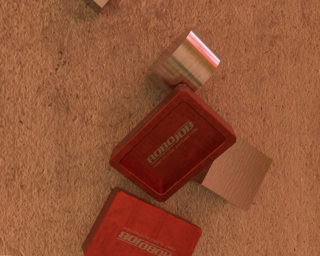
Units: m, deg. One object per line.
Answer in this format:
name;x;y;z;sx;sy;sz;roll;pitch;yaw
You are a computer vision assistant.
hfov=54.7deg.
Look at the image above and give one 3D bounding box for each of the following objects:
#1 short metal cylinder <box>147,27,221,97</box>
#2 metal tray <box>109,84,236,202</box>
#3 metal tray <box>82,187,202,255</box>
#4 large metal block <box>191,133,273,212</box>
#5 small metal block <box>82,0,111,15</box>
short metal cylinder;0.029;-0.079;0.391;0.050;0.080;0.080;42;77;-16
metal tray;0.014;0.022;0.377;0.090;0.030;0.130;41;109;-16
metal tray;-0.021;0.144;0.399;0.131;0.030;0.090;30;80;-18
large metal block;0.095;0.057;0.431;0.080;0.050;0.080;33;79;-17
small metal block;-0.078;-0.178;0.380;0.050;0.025;0.050;40;77;-16
